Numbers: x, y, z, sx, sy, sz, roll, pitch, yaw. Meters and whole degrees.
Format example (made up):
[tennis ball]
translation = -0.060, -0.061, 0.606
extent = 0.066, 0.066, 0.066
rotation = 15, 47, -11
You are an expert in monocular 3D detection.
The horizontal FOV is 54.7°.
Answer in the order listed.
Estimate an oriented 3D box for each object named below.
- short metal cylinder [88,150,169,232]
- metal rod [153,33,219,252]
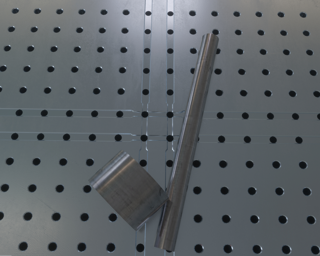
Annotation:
[short metal cylinder]
translation = -0.036, 0.071, 0.356
extent = 0.080, 0.080, 0.050
rotation = 43, 76, 14
[metal rod]
translation = 0.040, 0.004, 0.410
extent = 0.025, 0.025, 0.299
rotation = 13, 70, 4
